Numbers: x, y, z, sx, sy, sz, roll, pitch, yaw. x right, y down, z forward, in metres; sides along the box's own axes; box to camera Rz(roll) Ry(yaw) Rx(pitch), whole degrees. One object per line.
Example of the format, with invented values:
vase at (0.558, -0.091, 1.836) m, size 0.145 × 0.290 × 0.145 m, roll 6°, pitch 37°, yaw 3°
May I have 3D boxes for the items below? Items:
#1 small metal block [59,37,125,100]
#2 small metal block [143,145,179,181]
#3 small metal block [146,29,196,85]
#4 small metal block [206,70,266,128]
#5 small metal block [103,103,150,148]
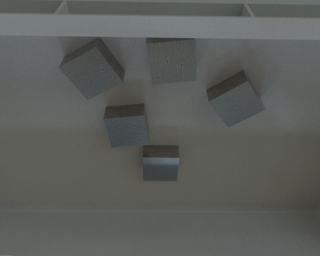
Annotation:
small metal block at (-0.076, -0.066, 0.352) m, size 0.050 × 0.025 × 0.050 m, roll -24°, pitch 127°, yaw 18°
small metal block at (0.001, 0.052, 0.453) m, size 0.050 × 0.025 × 0.050 m, roll 1°, pitch 130°, yaw -1°
small metal block at (0.013, -0.078, 0.343) m, size 0.050 × 0.025 × 0.050 m, roll -5°, pitch 130°, yaw 4°
small metal block at (0.093, -0.035, 0.380) m, size 0.050 × 0.025 × 0.050 m, roll -28°, pitch 125°, yaw 22°
small metal block at (-0.042, -0.003, 0.406) m, size 0.050 × 0.025 × 0.050 m, roll -5°, pitch 130°, yaw 4°
